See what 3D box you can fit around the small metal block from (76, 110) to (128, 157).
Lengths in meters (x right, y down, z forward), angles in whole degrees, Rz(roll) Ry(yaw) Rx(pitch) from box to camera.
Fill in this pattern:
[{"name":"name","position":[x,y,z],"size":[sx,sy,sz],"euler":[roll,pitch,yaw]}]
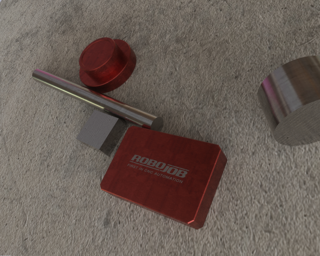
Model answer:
[{"name":"small metal block","position":[-0.083,0.007,0.441],"size":[0.050,0.025,0.050],"euler":[19,72,35]}]

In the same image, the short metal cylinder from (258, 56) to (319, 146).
[{"name":"short metal cylinder","position":[0.145,-0.025,0.307],"size":[0.080,0.080,0.050],"euler":[-21,54,16]}]

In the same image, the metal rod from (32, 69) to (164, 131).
[{"name":"metal rod","position":[-0.116,-0.051,0.493],"size":[0.300,0.025,0.025],"euler":[23,74,36]}]

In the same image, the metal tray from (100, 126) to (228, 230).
[{"name":"metal tray","position":[0.002,0.053,0.366],"size":[0.130,0.030,0.090],"euler":[12,68,32]}]

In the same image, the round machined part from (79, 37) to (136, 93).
[{"name":"round machined part","position":[-0.092,-0.109,0.506],"size":[0.098,0.042,0.098],"euler":[-13,56,20]}]
